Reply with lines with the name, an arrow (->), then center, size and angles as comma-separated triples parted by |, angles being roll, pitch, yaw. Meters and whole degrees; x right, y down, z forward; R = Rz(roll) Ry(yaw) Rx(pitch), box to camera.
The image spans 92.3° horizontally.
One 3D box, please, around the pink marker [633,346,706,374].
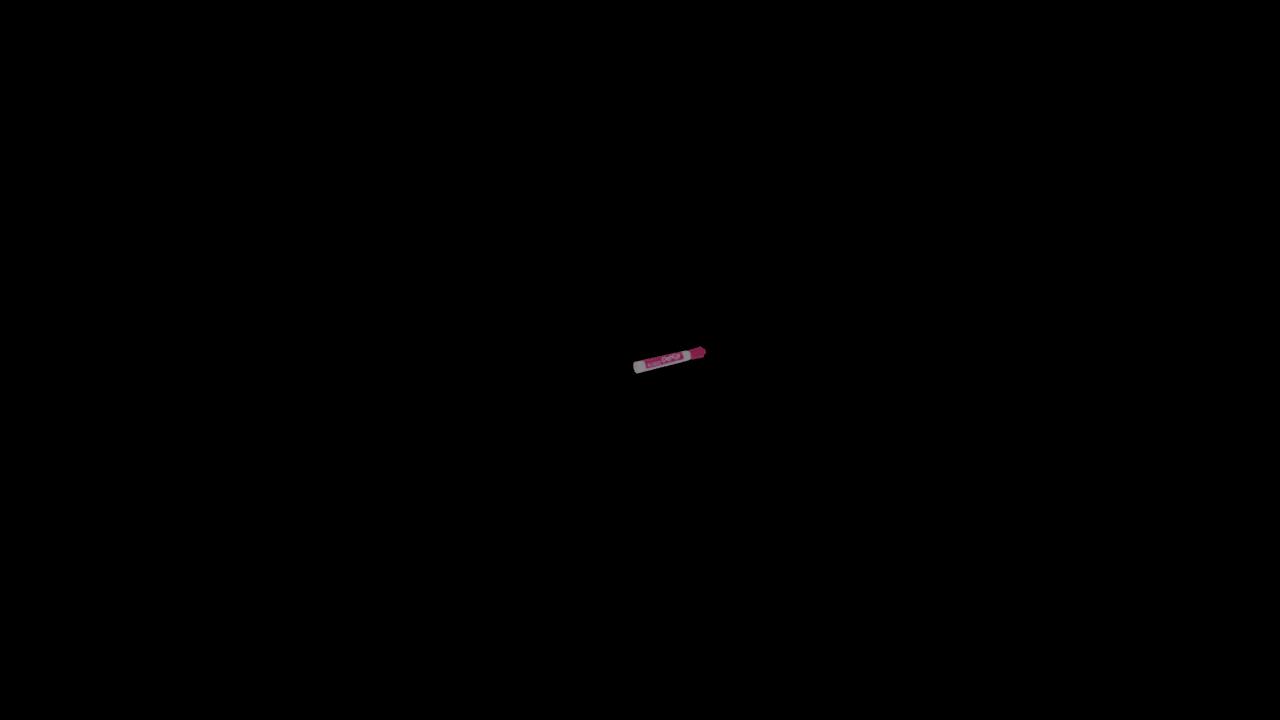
pink marker -> 0.048, -0.001, 0.971 | 0.121, 0.020, 0.020 | -13, 4, -18
